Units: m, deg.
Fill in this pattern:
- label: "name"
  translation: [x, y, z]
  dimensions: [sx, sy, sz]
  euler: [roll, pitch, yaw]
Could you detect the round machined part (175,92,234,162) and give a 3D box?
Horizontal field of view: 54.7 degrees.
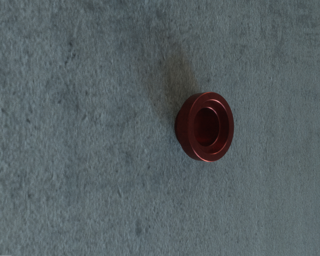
- label: "round machined part"
  translation: [0.060, -0.002, 0.446]
  dimensions: [0.099, 0.042, 0.097]
  euler: [0, 90, -40]
